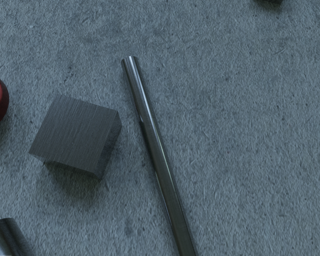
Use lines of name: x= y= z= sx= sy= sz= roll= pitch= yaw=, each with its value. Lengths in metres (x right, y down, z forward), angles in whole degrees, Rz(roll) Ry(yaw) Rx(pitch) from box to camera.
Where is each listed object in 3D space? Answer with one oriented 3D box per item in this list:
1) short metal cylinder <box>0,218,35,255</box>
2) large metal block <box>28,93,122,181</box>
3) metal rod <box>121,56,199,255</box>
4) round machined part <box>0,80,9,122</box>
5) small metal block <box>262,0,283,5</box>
short metal cylinder: x=-0.181 y=0.140 z=0.326 sx=0.080 sy=0.080 sz=0.050 roll=-35 pitch=74 yaw=-12
large metal block: x=-0.102 y=0.012 z=0.389 sx=0.080 sy=0.050 sz=0.080 roll=16 pitch=71 yaw=5
metal rod: x=-0.002 y=0.040 z=0.393 sx=0.025 sy=0.025 sz=0.299 roll=-15 pitch=71 yaw=-6
round machined part: x=-0.248 y=-0.031 z=0.407 sx=0.099 sy=0.042 sz=0.098 roll=0 pitch=70 yaw=-1
small metal block: x=0.177 y=-0.231 z=0.495 sx=0.050 sy=0.025 sz=0.050 roll=17 pitch=71 yaw=5
